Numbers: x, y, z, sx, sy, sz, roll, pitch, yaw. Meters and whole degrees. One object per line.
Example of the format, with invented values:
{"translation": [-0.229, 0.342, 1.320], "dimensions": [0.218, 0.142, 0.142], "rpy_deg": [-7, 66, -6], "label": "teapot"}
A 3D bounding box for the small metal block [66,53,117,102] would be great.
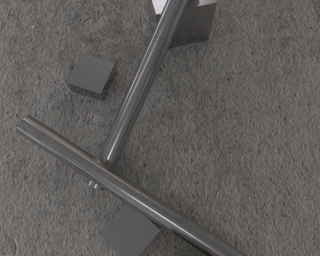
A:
{"translation": [-0.094, -0.071, 0.433], "dimensions": [0.050, 0.025, 0.050], "rpy_deg": [19, 71, 6], "label": "small metal block"}

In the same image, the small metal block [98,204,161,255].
{"translation": [-0.035, 0.122, 0.363], "dimensions": [0.050, 0.025, 0.050], "rpy_deg": [41, 75, 13], "label": "small metal block"}

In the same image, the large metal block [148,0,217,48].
{"translation": [0.028, -0.161, 0.438], "dimensions": [0.081, 0.080, 0.050], "rpy_deg": [-13, 71, -5], "label": "large metal block"}

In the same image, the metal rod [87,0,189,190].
{"translation": [-0.018, -0.065, 0.380], "dimensions": [0.025, 0.025, 0.299], "rpy_deg": [24, 91, 8], "label": "metal rod"}

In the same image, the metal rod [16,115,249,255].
{"translation": [-0.031, 0.076, 0.355], "dimensions": [0.301, 0.025, 0.025], "rpy_deg": [33, 73, 1], "label": "metal rod"}
